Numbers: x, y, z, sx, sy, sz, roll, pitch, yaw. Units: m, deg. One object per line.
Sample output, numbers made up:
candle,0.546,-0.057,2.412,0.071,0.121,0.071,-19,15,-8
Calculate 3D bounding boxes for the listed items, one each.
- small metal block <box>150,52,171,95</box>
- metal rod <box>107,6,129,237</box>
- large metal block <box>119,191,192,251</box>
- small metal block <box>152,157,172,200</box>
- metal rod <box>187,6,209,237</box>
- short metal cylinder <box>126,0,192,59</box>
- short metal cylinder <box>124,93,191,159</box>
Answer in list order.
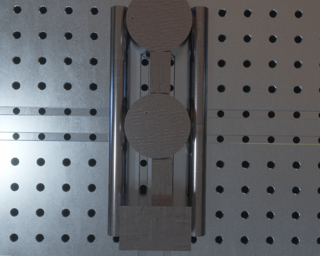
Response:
small metal block,0.000,-0.068,0.399,0.025,0.050,0.050,1,90,0
metal rod,-0.055,-0.009,0.412,0.025,0.025,0.298,1,90,0
large metal block,-0.005,0.112,0.386,0.081,0.080,0.050,1,90,0
small metal block,0.002,0.063,0.400,0.025,0.050,0.050,0,90,0
metal rod,0.050,-0.008,0.413,0.025,0.025,0.298,1,90,0
short metal cylinder,-0.001,-0.132,0.400,0.081,0.050,0.080,0,90,0
short metal cylinder,-0.003,-0.003,0.400,0.081,0.050,0.080,0,90,0
